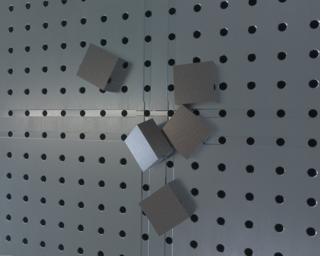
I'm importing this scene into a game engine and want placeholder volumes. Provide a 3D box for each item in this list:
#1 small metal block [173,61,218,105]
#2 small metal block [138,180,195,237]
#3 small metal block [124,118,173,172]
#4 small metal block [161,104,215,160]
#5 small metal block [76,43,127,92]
[{"bbox_3d":[0.046,-0.056,0.397,0.050,0.025,0.050,-3,89,20],"label":"small metal block"},{"bbox_3d":[0.009,0.105,0.410,0.050,0.025,0.050,-38,78,16],"label":"small metal block"},{"bbox_3d":[-0.016,0.023,0.405,0.050,0.025,0.050,58,145,11],"label":"small metal block"},{"bbox_3d":[0.035,0.005,0.401,0.050,0.025,0.050,41,103,15],"label":"small metal block"},{"bbox_3d":[-0.083,-0.086,0.443,0.050,0.025,0.050,30,100,17],"label":"small metal block"}]
